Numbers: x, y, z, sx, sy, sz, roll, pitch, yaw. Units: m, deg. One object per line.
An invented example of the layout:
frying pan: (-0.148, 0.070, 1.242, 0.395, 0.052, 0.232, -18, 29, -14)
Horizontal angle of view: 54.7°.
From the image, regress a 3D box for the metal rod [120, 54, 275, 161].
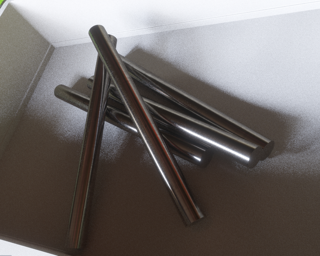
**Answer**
metal rod: (0.018, -0.045, 0.422, 0.025, 0.025, 0.300, -49, 52, -6)

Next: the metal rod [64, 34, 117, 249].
metal rod: (-0.090, 0.004, 0.422, 0.025, 0.025, 0.299, -5, 67, 25)

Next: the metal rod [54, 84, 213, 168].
metal rod: (-0.058, -0.014, 0.443, 0.300, 0.025, 0.025, 24, 74, 36)

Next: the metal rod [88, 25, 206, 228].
metal rod: (-0.027, -0.021, 0.388, 0.025, 0.025, 0.299, -32, 65, 7)

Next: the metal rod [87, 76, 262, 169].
metal rod: (-0.006, -0.022, 0.409, 0.300, 0.025, 0.025, 27, 76, 40)
